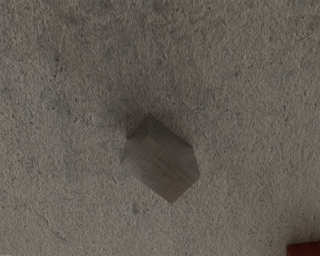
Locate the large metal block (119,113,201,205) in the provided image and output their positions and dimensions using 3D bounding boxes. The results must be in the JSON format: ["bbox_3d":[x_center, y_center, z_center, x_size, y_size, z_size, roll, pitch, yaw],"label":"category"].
[{"bbox_3d":[0.000,0.036,0.394,0.080,0.080,0.050,39,105,-13],"label":"large metal block"}]

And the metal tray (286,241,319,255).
[{"bbox_3d":[0.255,0.244,0.499,0.091,0.030,0.129,-8,110,2],"label":"metal tray"}]
